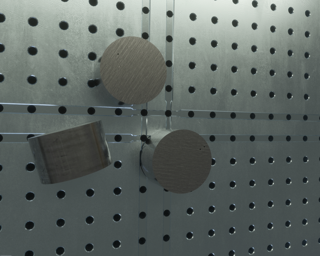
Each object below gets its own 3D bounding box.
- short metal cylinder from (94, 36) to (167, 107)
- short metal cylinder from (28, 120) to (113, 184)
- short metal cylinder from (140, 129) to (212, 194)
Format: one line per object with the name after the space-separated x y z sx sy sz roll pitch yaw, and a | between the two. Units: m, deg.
-0.038 -0.067 0.385 0.081 0.050 0.079 0 90 -20 | short metal cylinder
-0.099 0.025 0.347 0.081 0.080 0.050 -16 96 -19 | short metal cylinder
0.020 0.041 0.407 0.081 0.050 0.079 0 90 -20 | short metal cylinder
